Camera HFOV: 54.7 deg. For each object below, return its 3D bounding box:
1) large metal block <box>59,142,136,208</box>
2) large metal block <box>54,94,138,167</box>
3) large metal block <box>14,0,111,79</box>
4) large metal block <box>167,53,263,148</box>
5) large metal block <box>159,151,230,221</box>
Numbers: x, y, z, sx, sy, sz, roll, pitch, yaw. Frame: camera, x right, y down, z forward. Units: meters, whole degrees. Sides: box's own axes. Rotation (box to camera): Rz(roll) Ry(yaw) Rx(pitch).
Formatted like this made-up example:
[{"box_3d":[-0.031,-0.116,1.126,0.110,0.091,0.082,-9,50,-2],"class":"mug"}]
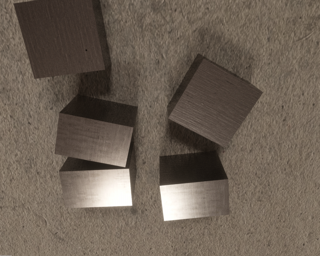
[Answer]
[{"box_3d":[-0.075,0.058,0.401,0.081,0.080,0.050,-2,110,0],"class":"large metal block"},{"box_3d":[-0.074,0.000,0.380,0.081,0.080,0.050,11,110,-5],"class":"large metal block"},{"box_3d":[-0.107,-0.106,0.356,0.080,0.050,0.079,-7,110,2],"class":"large metal block"},{"box_3d":[0.064,-0.035,0.385,0.080,0.050,0.080,27,108,-10],"class":"large metal block"},{"box_3d":[0.042,0.073,0.408,0.080,0.080,0.050,-6,110,2],"class":"large metal block"}]
